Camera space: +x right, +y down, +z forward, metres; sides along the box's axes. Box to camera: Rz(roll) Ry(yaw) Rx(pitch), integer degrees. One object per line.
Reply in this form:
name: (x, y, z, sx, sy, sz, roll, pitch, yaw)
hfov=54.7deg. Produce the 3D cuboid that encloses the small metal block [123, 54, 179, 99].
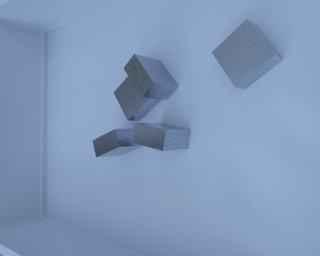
small metal block: (-0.011, -0.065, 0.400, 0.025, 0.050, 0.050, -47, 62, 30)

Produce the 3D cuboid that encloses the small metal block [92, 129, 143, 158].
small metal block: (-0.058, 0.021, 0.438, 0.050, 0.050, 0.025, -25, 75, 37)

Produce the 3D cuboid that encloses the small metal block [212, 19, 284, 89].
small metal block: (0.092, -0.077, 0.331, 0.050, 0.025, 0.050, -41, 65, 32)

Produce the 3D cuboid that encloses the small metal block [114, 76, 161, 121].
small metal block: (-0.032, -0.045, 0.434, 0.050, 0.025, 0.050, -43, 64, 31)

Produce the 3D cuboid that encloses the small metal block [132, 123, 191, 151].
small metal block: (0.002, 0.010, 0.389, 0.050, 0.050, 0.025, 13, 98, 39)
